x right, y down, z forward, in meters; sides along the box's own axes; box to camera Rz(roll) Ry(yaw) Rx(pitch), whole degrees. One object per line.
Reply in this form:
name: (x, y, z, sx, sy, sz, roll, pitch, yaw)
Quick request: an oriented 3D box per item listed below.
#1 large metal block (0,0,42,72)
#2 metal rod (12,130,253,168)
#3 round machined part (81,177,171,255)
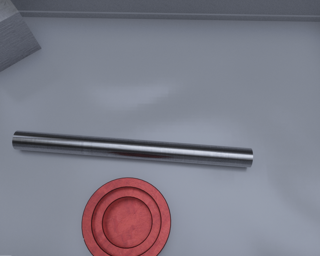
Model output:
large metal block: (-0.225, -0.129, 0.425, 0.080, 0.080, 0.050, -35, 74, -12)
metal rod: (-0.035, 0.027, 0.399, 0.302, 0.025, 0.025, 4, 70, 1)
round machined part: (-0.037, 0.110, 0.360, 0.099, 0.042, 0.098, 0, 70, -1)
